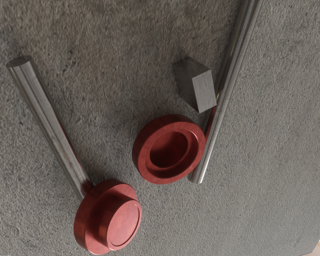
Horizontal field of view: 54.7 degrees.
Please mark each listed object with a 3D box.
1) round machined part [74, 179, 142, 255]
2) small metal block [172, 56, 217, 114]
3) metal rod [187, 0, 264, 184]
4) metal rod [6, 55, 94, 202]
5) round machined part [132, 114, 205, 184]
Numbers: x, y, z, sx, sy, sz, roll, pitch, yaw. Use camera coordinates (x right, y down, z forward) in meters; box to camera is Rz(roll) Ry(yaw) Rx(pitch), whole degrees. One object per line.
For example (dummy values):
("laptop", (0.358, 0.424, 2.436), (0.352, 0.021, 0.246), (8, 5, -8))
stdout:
("round machined part", (-0.061, 0.120, 0.410), (0.099, 0.042, 0.097), (-27, 124, -49))
("small metal block", (0.042, -0.054, 0.381), (0.025, 0.050, 0.050), (-27, 128, -12))
("metal rod", (0.087, -0.051, 0.422), (0.025, 0.025, 0.298), (-1, 119, -28))
("metal rod", (-0.104, 0.053, 0.382), (0.025, 0.025, 0.298), (-24, 128, -14))
("round machined part", (0.008, 0.024, 0.415), (0.099, 0.042, 0.097), (-14, 124, -21))
